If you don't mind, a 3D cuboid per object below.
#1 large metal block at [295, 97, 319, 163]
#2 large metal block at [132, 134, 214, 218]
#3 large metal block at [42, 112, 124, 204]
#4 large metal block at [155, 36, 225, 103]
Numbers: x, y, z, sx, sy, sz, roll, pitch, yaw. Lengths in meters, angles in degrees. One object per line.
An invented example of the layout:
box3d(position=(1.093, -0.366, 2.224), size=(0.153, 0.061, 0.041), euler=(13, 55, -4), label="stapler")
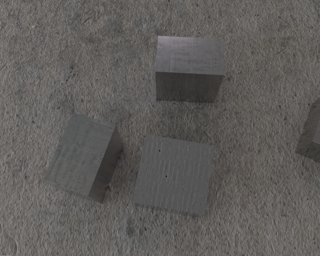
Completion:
box3d(position=(0.233, 0.007, 0.394), size=(0.080, 0.050, 0.080), euler=(25, 72, 9), label="large metal block")
box3d(position=(0.016, 0.059, 0.373), size=(0.080, 0.050, 0.080), euler=(10, 70, 3), label="large metal block")
box3d(position=(-0.084, 0.039, 0.364), size=(0.050, 0.080, 0.080), euler=(17, 71, 6), label="large metal block")
box3d(position=(0.036, -0.073, 0.406), size=(0.080, 0.080, 0.050), euler=(3, 70, 1), label="large metal block")
